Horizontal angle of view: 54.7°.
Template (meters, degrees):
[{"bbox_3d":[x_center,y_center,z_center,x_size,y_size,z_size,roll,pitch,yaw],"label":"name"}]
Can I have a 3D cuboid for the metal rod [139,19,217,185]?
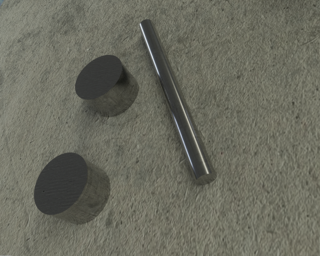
[{"bbox_3d":[0.014,-0.058,0.431,0.025,0.025,0.299,-27,52,12],"label":"metal rod"}]

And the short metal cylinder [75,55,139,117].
[{"bbox_3d":[-0.079,-0.063,0.468,0.080,0.050,0.080,-13,56,21],"label":"short metal cylinder"}]

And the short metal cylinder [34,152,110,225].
[{"bbox_3d":[-0.112,0.078,0.399,0.080,0.050,0.080,-13,56,21],"label":"short metal cylinder"}]
